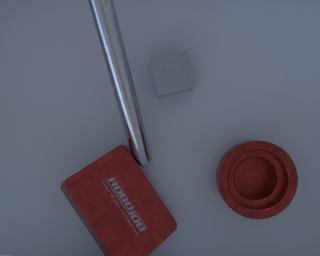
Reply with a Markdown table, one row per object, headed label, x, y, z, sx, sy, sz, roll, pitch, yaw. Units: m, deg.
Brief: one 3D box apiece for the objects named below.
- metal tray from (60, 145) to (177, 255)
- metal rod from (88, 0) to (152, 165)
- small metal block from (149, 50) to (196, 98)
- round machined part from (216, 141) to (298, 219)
| label | x | y | z | sx | sy | sz | roll | pitch | yaw |
| --- | --- | --- | --- | --- | --- | --- | --- | --- | --- |
| metal tray | -0.049 | 0.098 | 0.387 | 0.091 | 0.030 | 0.130 | -33 | 90 | -32 |
| metal rod | -0.051 | -0.086 | 0.343 | 0.025 | 0.025 | 0.298 | -13 | 118 | 0 |
| small metal block | 0.016 | -0.071 | 0.412 | 0.050 | 0.025 | 0.050 | -14 | 90 | -1 |
| round machined part | 0.122 | 0.065 | 0.405 | 0.099 | 0.042 | 0.097 | 0 | 90 | -1 |
